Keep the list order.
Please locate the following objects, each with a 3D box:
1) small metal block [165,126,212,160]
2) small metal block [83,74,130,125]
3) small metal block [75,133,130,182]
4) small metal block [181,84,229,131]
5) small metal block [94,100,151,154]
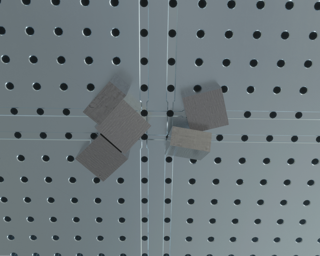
[{"bbox_3d":[0.036,0.021,0.406,0.050,0.050,0.025,10,71,-4],"label":"small metal block"},{"bbox_3d":[-0.065,-0.037,0.386,0.025,0.050,0.050,41,105,-13],"label":"small metal block"},{"bbox_3d":[-0.078,0.037,0.426,0.050,0.025,0.050,-43,105,14],"label":"small metal block"},{"bbox_3d":[0.058,-0.025,0.404,0.050,0.025,0.050,-14,110,5],"label":"small metal block"},{"bbox_3d":[-0.049,-0.003,0.404,0.050,0.025,0.050,44,84,-14],"label":"small metal block"}]
